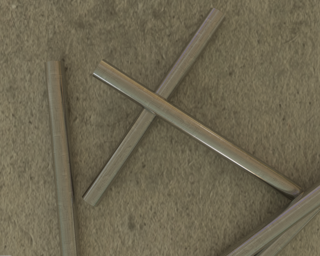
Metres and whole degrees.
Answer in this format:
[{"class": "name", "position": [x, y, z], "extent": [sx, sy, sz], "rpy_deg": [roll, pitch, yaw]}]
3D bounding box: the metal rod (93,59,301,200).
[{"class": "metal rod", "position": [0.052, 0.006, 0.392], "extent": [0.301, 0.025, 0.025], "rpy_deg": [32, 90, -8]}]

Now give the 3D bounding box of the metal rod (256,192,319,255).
[{"class": "metal rod", "position": [0.155, 0.150, 0.412], "extent": [0.025, 0.025, 0.300], "rpy_deg": [45, 89, -1]}]

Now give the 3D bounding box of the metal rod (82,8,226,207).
[{"class": "metal rod", "position": [-0.008, -0.027, 0.409], "extent": [0.025, 0.025, 0.299], "rpy_deg": [34, 90, -1]}]

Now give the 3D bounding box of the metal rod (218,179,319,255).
[{"class": "metal rod", "position": [0.160, 0.116, 0.396], "extent": [0.300, 0.025, 0.025], "rpy_deg": [-40, 91, 6]}]

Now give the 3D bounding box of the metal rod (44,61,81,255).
[{"class": "metal rod", "position": [-0.126, 0.063, 0.408], "extent": [0.025, 0.025, 0.298], "rpy_deg": [-5, 90, -1]}]
